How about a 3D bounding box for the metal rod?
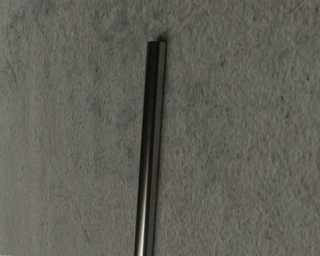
[{"bbox_3d":[-0.014,0.037,0.414,0.025,0.025,0.298,6,94,39],"label":"metal rod"}]
